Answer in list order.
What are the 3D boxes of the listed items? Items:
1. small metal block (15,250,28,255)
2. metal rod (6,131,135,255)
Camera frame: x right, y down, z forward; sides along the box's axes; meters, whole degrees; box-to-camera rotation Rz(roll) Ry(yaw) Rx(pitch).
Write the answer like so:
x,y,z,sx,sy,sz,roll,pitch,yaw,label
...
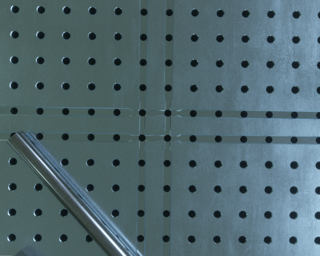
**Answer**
x,y,z,sx,sy,sz,roll,pitch,yaw,label
-0.186,0.202,0.411,0.050,0.025,0.050,39,90,-1,small metal block
-0.093,0.124,0.412,0.025,0.025,0.300,-42,91,0,metal rod
